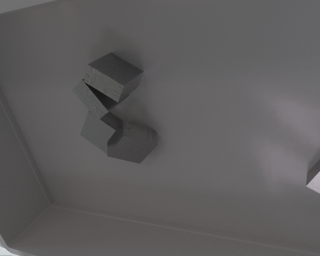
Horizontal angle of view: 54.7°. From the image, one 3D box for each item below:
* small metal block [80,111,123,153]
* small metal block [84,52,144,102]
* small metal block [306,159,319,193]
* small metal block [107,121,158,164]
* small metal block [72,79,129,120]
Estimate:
[{"bbox_3d":[-0.084,0.002,0.454,0.050,0.025,0.050,35,129,5],"label":"small metal block"},{"bbox_3d":[-0.056,-0.064,0.383,0.050,0.050,0.025,32,128,8],"label":"small metal block"},{"bbox_3d":[0.198,0.053,0.337,0.050,0.025,0.050,29,128,10],"label":"small metal block"},{"bbox_3d":[-0.039,0.021,0.426,0.050,0.025,0.050,17,135,-28],"label":"small metal block"},{"bbox_3d":[-0.076,-0.046,0.404,0.025,0.050,0.050,-32,101,38],"label":"small metal block"}]
